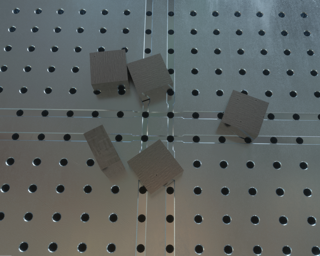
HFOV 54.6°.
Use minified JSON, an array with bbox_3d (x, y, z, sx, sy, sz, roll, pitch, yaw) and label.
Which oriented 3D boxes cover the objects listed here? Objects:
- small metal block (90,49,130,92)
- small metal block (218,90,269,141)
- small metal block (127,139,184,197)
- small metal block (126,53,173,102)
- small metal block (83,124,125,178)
[{"bbox_3d":[-0.071,-0.081,0.441,0.050,0.025,0.050,-7,70,-2],"label":"small metal block"},{"bbox_3d":[0.112,-0.017,0.419,0.050,0.025,0.050,22,71,7],"label":"small metal block"},{"bbox_3d":[-0.006,0.051,0.393,0.050,0.025,0.050,-34,74,-12],"label":"small metal block"},{"bbox_3d":[-0.014,-0.071,0.438,0.050,0.025,0.050,-19,71,-7],"label":"small metal block"},{"bbox_3d":[-0.068,0.030,0.387,0.025,0.050,0.050,-27,72,-9],"label":"small metal block"}]
